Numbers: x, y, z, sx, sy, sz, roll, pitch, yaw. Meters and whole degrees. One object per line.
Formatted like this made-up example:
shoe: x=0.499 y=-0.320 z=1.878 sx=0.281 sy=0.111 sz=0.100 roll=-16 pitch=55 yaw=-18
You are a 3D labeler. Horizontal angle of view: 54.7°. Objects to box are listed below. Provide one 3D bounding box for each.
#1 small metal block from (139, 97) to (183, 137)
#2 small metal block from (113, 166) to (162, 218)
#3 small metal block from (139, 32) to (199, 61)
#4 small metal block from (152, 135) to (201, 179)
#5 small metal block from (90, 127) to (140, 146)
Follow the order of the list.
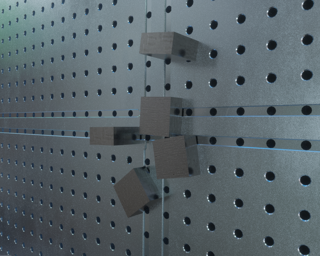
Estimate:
small metal block: x=0.001 y=-0.015 z=0.407 sx=0.050 sy=0.025 sz=0.050 roll=5 pitch=93 yaw=39
small metal block: x=-0.032 y=0.089 z=0.434 sx=0.050 sy=0.025 sz=0.050 roll=-44 pitch=64 yaw=31
small metal block: x=0.011 y=-0.100 z=0.382 sx=0.050 sy=0.050 sz=0.025 roll=12 pitch=98 yaw=39
small metal block: x=0.020 y=0.037 z=0.391 sx=0.050 sy=0.025 sz=0.050 roll=-11 pitch=83 yaw=39
small metal block: x=-0.065 y=0.011 z=0.444 sx=0.050 sy=0.050 sz=0.025 roll=-1 pitch=90 yaw=39
